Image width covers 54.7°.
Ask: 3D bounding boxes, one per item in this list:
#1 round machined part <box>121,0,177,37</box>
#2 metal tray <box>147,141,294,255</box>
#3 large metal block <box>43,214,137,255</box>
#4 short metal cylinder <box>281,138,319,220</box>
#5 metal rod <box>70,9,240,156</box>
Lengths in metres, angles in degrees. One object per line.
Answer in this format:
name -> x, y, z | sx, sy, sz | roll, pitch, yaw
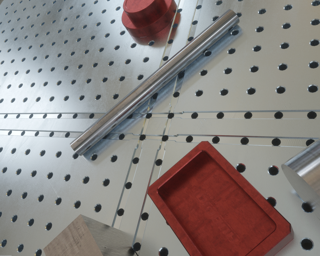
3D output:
round machined part -> -0.025, -0.209, 0.537 | 0.098, 0.042, 0.098 | -13, 56, 20
metal tray -> 0.056, 0.086, 0.321 | 0.090, 0.030, 0.130 | -41, 51, 0
large metal block -> -0.059, 0.144, 0.314 | 0.050, 0.080, 0.080 | -44, 51, -2
short metal cylinder -> 0.151, 0.049, 0.264 | 0.050, 0.080, 0.080 | -36, 51, 4
metal rod -> -0.008, -0.066, 0.450 | 0.300, 0.025, 0.025 | -40, 51, 0
